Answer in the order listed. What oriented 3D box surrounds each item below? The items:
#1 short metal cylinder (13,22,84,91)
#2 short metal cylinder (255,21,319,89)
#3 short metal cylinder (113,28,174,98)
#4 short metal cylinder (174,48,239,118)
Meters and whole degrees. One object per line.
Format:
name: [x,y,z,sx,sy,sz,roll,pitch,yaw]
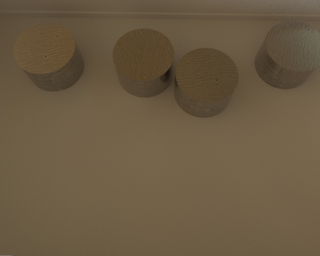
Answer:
short metal cylinder: [-0.152,-0.098,0.431,0.081,0.050,0.080,0,70,0]
short metal cylinder: [0.180,-0.101,0.434,0.081,0.050,0.080,0,70,0]
short metal cylinder: [-0.022,-0.089,0.429,0.081,0.050,0.080,0,70,0]
short metal cylinder: [0.060,-0.060,0.419,0.081,0.050,0.080,0,70,0]
